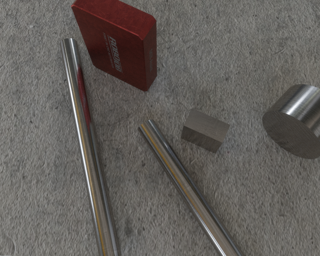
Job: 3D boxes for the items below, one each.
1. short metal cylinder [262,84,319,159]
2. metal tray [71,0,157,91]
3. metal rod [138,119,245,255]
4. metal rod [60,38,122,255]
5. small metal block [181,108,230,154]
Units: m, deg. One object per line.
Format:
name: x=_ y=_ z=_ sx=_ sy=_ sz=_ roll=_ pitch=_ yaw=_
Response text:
short metal cylinder: x=0.177 y=-0.007 z=0.384 sx=0.080 sy=0.080 sz=0.050 roll=43 pitch=75 yaw=13
metal tray: x=-0.050 y=-0.104 z=0.390 sx=0.090 sy=0.130 sz=0.030 roll=27 pitch=73 yaw=9
metal rod: x=0.061 y=0.115 z=0.366 sx=0.025 sy=0.025 sz=0.299 roll=-31 pitch=73 yaw=-11
metal rod: x=-0.094 y=0.013 z=0.402 sx=0.025 sy=0.025 sz=0.299 roll=-14 pitch=71 yaw=-5
small metal block: x=0.056 y=0.005 z=0.394 sx=0.050 sy=0.050 sz=0.025 roll=24 pitch=72 yaw=8
